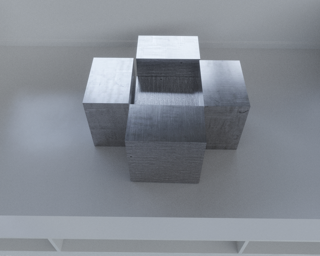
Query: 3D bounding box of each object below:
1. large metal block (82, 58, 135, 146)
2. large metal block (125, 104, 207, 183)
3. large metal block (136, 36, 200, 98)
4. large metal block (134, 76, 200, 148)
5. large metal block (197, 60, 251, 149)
[{"bbox_3d":[-0.059,-0.032,0.395,0.050,0.080,0.080,1,50,1],"label":"large metal block"},{"bbox_3d":[0.006,0.020,0.351,0.080,0.080,0.050,1,50,1],"label":"large metal block"},{"bbox_3d":[0.011,-0.081,0.435,0.080,0.080,0.050,1,50,0],"label":"large metal block"},{"bbox_3d":[0.009,-0.022,0.404,0.080,0.050,0.080,1,50,0],"label":"large metal block"},{"bbox_3d":[0.074,-0.029,0.393,0.050,0.080,0.080,1,50,1],"label":"large metal block"}]
